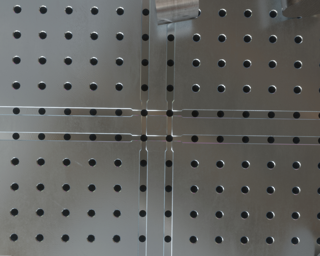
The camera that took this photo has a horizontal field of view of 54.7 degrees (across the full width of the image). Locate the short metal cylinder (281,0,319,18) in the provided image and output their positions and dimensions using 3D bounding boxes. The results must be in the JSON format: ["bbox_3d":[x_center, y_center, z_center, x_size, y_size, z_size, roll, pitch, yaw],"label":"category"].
[{"bbox_3d":[0.193,-0.177,0.387,0.080,0.080,0.050,-7,90,0],"label":"short metal cylinder"}]

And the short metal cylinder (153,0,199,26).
[{"bbox_3d":[0.015,-0.173,0.386,0.050,0.080,0.080,-10,90,0],"label":"short metal cylinder"}]

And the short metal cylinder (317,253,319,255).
[{"bbox_3d":[0.233,0.200,0.388,0.050,0.080,0.080,20,90,0],"label":"short metal cylinder"}]
